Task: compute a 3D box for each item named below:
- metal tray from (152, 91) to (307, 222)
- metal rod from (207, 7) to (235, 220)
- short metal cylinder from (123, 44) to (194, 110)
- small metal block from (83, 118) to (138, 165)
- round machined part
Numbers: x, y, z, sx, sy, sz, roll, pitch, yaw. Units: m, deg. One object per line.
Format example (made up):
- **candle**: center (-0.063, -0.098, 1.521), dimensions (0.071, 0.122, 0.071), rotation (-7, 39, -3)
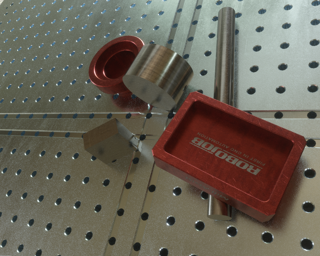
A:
- **metal tray**: center (0.069, 0.025, 0.322), dimensions (0.130, 0.030, 0.090), rotation (26, 67, 19)
- **metal rod**: center (0.080, -0.039, 0.389), dimensions (0.025, 0.025, 0.299), rotation (-6, 59, 25)
- **short metal cylinder**: center (-0.002, -0.066, 0.414), dimensions (0.080, 0.080, 0.050), rotation (18, 72, 35)
- **small metal block**: center (-0.066, 0.019, 0.414), dimensions (0.050, 0.050, 0.025), rotation (-26, 53, 11)
- **round machined part**: center (-0.058, -0.093, 0.483), dimensions (0.098, 0.042, 0.098), rotation (-13, 56, 20)
